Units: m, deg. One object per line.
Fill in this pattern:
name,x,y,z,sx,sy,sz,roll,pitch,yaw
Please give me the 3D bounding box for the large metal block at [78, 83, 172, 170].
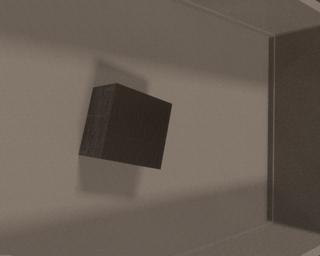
large metal block,-0.038,0.001,0.360,0.081,0.050,0.080,17,79,-39
